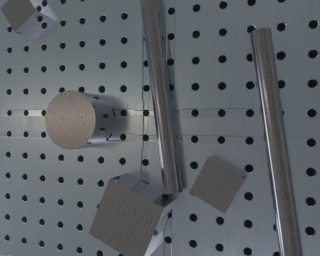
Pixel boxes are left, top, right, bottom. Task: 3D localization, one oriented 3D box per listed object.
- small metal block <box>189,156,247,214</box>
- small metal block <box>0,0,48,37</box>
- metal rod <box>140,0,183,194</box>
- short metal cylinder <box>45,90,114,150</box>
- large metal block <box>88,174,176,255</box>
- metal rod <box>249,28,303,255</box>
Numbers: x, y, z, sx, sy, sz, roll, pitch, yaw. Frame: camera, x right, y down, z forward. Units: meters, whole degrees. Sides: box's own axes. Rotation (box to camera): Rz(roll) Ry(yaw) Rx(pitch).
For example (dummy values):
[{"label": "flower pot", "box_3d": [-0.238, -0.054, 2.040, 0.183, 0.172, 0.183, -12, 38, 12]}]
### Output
[{"label": "small metal block", "box_3d": [0.073, 0.070, 0.387, 0.050, 0.025, 0.050, 30, 100, 17]}, {"label": "small metal block", "box_3d": [-0.214, -0.182, 0.488, 0.050, 0.025, 0.050, -37, 78, 16]}, {"label": "metal rod", "box_3d": [-0.001, -0.064, 0.412, 0.025, 0.025, 0.298, -8, 87, 20]}, {"label": "short metal cylinder", "box_3d": [-0.113, -0.011, 0.439, 0.080, 0.050, 0.079, 0, 90, 20]}, {"label": "large metal block", "box_3d": [-0.036, 0.117, 0.412, 0.080, 0.050, 0.080, 24, 98, 18]}, {"label": "metal rod", "box_3d": [0.138, 0.033, 0.363, 0.025, 0.025, 0.298, -8, 87, 20]}]
